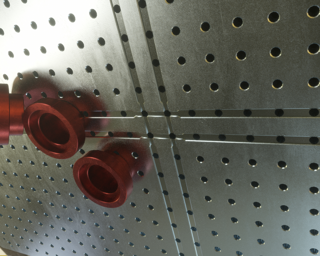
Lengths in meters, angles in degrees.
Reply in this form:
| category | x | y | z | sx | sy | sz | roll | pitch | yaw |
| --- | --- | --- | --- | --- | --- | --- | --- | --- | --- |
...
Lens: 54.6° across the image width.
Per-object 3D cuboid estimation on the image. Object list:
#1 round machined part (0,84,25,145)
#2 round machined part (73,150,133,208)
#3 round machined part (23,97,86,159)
| category | x | y | z | sx | sy | sz | roll | pitch | yaw |
| --- | --- | --- | --- | --- | --- | --- | --- | --- | --- |
| round machined part | -0.242 | -0.022 | 0.495 | 0.098 | 0.042 | 0.097 | 1 | 91 | 61 |
| round machined part | -0.085 | 0.075 | 0.493 | 0.098 | 0.042 | 0.097 | 13 | 124 | 21 |
| round machined part | -0.157 | -0.003 | 0.480 | 0.098 | 0.042 | 0.097 | 12 | 124 | 18 |
